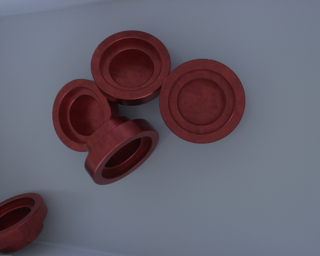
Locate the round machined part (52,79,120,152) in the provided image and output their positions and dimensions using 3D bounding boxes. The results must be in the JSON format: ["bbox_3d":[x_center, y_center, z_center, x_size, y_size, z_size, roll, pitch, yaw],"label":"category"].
[{"bbox_3d":[-0.097,-0.018,0.431,0.098,0.042,0.097,1,93,25],"label":"round machined part"}]

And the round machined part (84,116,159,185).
[{"bbox_3d":[-0.052,0.023,0.390,0.098,0.098,0.042,-48,67,13],"label":"round machined part"}]

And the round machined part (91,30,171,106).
[{"bbox_3d":[-0.036,-0.073,0.400,0.099,0.042,0.098,0,70,0],"label":"round machined part"}]

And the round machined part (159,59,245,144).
[{"bbox_3d":[0.050,-0.032,0.375,0.099,0.042,0.097,0,93,5],"label":"round machined part"}]

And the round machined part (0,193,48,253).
[{"bbox_3d":[-0.211,0.141,0.450,0.098,0.098,0.042,-8,114,19],"label":"round machined part"}]
